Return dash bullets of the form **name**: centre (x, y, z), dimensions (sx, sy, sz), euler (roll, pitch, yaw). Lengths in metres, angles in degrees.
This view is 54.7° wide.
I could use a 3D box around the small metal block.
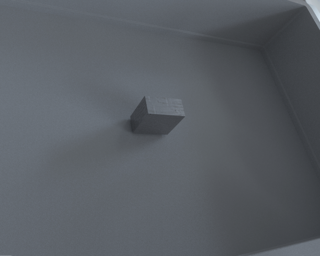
- **small metal block**: centre (-0.004, -0.015, 0.393), dimensions (0.050, 0.050, 0.025), euler (3, 60, -27)
